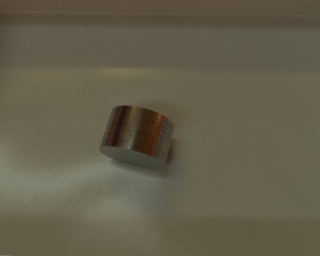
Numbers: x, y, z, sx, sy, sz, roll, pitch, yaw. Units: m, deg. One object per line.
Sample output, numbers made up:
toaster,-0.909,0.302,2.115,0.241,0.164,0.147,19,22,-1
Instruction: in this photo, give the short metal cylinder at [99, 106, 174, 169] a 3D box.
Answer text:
short metal cylinder,-0.027,0.013,0.376,0.080,0.080,0.050,13,71,4
